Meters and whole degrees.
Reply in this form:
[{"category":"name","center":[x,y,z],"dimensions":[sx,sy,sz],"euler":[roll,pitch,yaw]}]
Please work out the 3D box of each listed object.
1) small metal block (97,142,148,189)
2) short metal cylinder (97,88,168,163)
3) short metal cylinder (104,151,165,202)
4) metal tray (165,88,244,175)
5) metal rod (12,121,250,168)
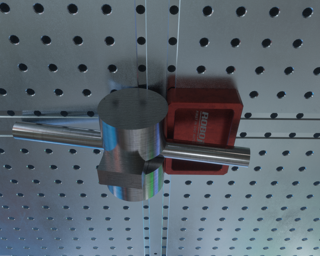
[{"category":"small metal block","center":[-0.042,0.043,0.368],"dimensions":[0.050,0.050,0.025],"euler":[6,130,6]},{"category":"short metal cylinder","center":[-0.031,-0.005,0.369],"dimensions":[0.081,0.080,0.050],"euler":[1,130,-1]},{"category":"short metal cylinder","center":[-0.034,0.052,0.418],"dimensions":[0.081,0.080,0.050],"euler":[1,130,-1]},{"category":"metal tray","center":[0.053,0.009,0.417],"dimensions":[0.091,0.030,0.129],"euler":[1,130,-1]},{"category":"metal rod","center":[-0.040,0.020,0.397],"dimensions":[0.302,0.025,0.025],"euler":[7,131,6]}]
